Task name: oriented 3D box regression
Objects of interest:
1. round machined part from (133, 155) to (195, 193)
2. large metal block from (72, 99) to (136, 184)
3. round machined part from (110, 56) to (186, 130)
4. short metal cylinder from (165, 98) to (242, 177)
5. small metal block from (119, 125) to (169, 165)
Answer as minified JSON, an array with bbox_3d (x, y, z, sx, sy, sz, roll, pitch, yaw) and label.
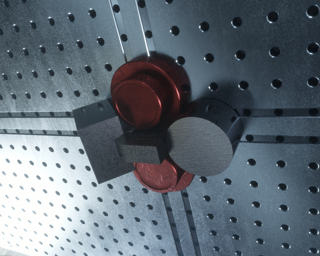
[{"bbox_3d":[0.001,0.051,0.432,0.098,0.042,0.097,13,124,21],"label":"round machined part"},{"bbox_3d":[-0.077,0.015,0.418,0.050,0.080,0.080,-20,115,-12],"label":"large metal block"},{"bbox_3d":[-0.021,-0.037,0.389,0.098,0.042,0.097,13,124,21],"label":"round machined part"},{"bbox_3d":[0.053,0.011,0.372,0.080,0.050,0.079,13,124,21],"label":"short metal cylinder"},{"bbox_3d":[-0.014,0.019,0.386,0.050,0.050,0.025,2,119,27],"label":"small metal block"}]
